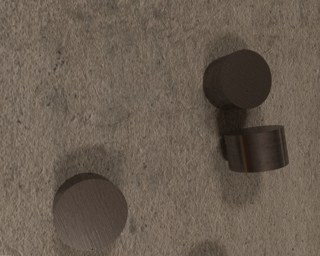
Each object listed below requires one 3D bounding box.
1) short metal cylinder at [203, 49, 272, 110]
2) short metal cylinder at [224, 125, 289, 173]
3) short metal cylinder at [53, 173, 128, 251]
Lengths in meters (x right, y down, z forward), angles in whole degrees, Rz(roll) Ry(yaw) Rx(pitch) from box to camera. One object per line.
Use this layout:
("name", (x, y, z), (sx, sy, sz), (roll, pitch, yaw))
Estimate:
("short metal cylinder", (0.108, -0.065, 0.437), (0.081, 0.050, 0.079), (0, 90, -21))
("short metal cylinder", (0.133, 0.027, 0.431), (0.081, 0.080, 0.050), (-11, 94, -20))
("short metal cylinder", (-0.083, 0.096, 0.366), (0.081, 0.050, 0.079), (0, 90, -21))
